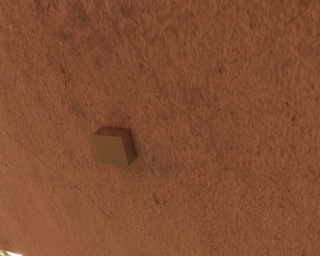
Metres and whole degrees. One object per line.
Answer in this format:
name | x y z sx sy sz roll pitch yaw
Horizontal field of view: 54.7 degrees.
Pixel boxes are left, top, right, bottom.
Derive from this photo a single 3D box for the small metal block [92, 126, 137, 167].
small metal block | -0.066 0.027 0.457 0.050 0.025 0.050 4 120 26
